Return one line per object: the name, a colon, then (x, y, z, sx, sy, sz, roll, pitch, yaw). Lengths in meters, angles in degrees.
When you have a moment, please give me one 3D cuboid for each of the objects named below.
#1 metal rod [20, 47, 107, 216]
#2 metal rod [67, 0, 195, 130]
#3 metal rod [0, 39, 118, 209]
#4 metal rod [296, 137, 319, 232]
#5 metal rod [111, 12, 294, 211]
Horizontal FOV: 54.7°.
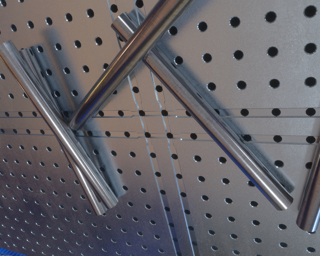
metal rod: (-0.152, 0.018, 0.499, 0.025, 0.025, 0.298, -5, 116, 30)
metal rod: (-0.048, -0.069, 0.364, 0.025, 0.025, 0.299, 47, 137, -5)
metal rod: (-0.145, 0.009, 0.470, 0.025, 0.025, 0.299, -10, 120, 32)
metal rod: (0.180, -0.007, 0.311, 0.025, 0.025, 0.298, 12, 124, 21)
metal rod: (0.054, -0.016, 0.372, 0.300, 0.025, 0.025, 47, 129, -6)
